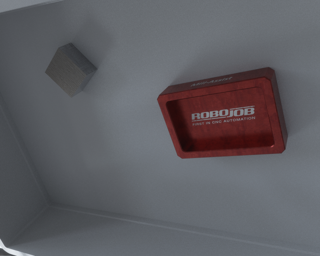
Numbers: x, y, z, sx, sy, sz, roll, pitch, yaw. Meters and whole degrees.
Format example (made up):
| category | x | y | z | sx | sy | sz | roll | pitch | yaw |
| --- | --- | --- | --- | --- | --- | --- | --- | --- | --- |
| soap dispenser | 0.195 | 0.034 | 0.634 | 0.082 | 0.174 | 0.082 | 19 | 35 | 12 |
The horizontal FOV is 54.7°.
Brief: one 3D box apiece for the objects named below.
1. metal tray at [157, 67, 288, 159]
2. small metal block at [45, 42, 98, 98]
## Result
| category | x | y | z | sx | sy | sz | roll | pitch | yaw |
| --- | --- | --- | --- | --- | --- | --- | --- | --- | --- |
| metal tray | 0.071 | -0.012 | 0.359 | 0.130 | 0.030 | 0.090 | -7 | 115 | 30 |
| small metal block | -0.121 | -0.078 | 0.422 | 0.050 | 0.025 | 0.050 | 45 | 129 | -4 |
